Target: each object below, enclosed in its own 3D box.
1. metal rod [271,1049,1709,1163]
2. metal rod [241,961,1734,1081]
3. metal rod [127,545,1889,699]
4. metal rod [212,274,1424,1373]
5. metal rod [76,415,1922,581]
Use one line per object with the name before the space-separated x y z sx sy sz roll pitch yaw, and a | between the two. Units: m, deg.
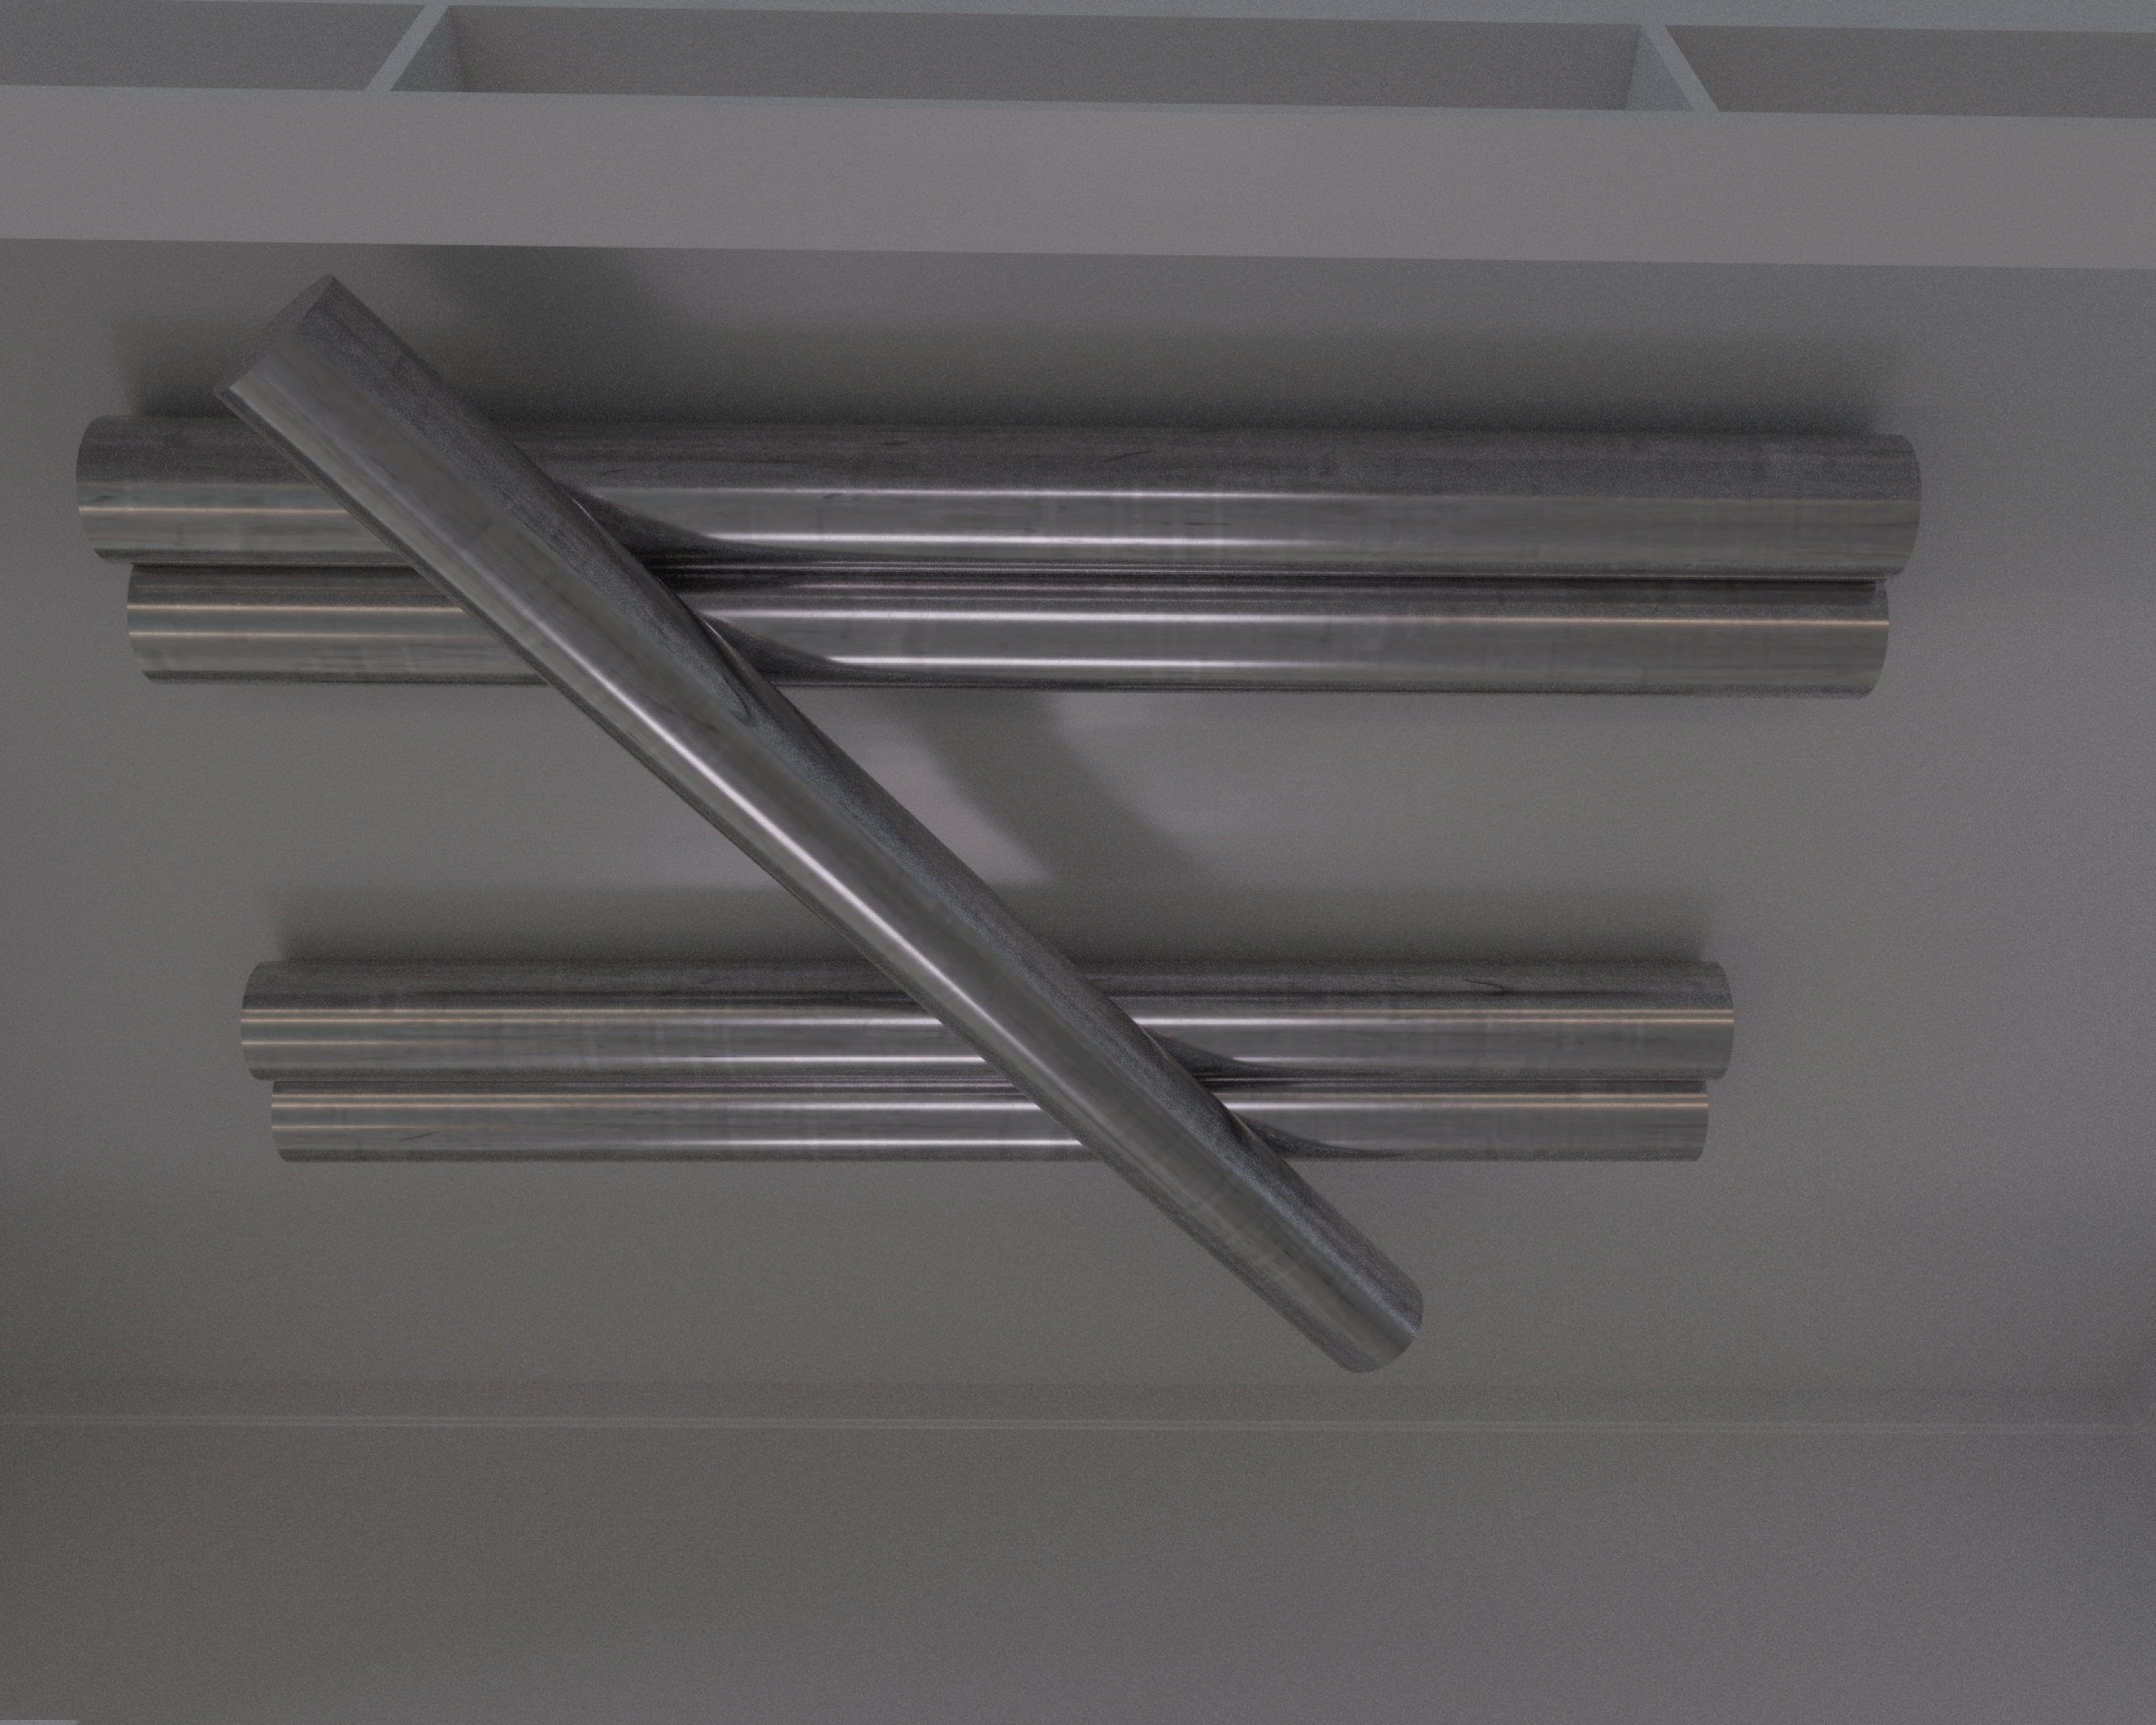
metal rod | -0.018 0.052 0.451 0.302 0.025 0.025 0 130 -1
metal rod | -0.018 0.033 0.434 0.302 0.025 0.025 0 130 -1
metal rod | -0.011 -0.043 0.370 0.302 0.025 0.025 0 130 -1
metal rod | -0.026 0.012 0.385 0.025 0.025 0.300 -31 124 23
metal rod | -0.012 -0.062 0.354 0.302 0.025 0.025 0 130 -1
